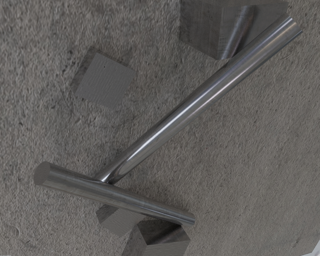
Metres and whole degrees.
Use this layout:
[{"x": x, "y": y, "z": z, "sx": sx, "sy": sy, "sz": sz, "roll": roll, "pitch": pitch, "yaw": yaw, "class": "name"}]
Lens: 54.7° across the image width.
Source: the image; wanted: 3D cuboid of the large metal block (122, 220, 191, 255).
[{"x": -0.008, "y": 0.199, "z": 0.510, "sx": 0.081, "sy": 0.050, "sz": 0.079, "roll": 7, "pitch": 115, "yaw": -32, "class": "large metal block"}]

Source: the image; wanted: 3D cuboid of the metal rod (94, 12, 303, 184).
[{"x": 0.020, "y": -0.010, "z": 0.348, "sx": 0.025, "sy": 0.025, "sz": 0.299, "roll": 29, "pitch": 122, "yaw": -38, "class": "metal rod"}]

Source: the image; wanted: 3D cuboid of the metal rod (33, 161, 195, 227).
[{"x": -0.034, "y": 0.101, "z": 0.421, "sx": 0.025, "sy": 0.025, "sz": 0.301, "roll": -49, "pitch": 138, "yaw": 6, "class": "metal rod"}]

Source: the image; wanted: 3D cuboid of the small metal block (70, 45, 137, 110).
[{"x": -0.062, "y": -0.054, "z": 0.340, "sx": 0.050, "sy": 0.025, "sz": 0.050, "roll": 21, "pitch": 107, "yaw": -36, "class": "small metal block"}]

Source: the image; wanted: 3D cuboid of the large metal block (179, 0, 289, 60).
[{"x": 0.076, "y": -0.116, "z": 0.341, "sx": 0.081, "sy": 0.080, "sz": 0.050, "roll": -13, "pitch": 124, "yaw": -21, "class": "large metal block"}]

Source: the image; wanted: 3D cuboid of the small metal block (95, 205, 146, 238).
[{"x": -0.057, "y": 0.126, "z": 0.454, "sx": 0.050, "sy": 0.025, "sz": 0.050, "roll": -40, "pitch": 130, "yaw": -1, "class": "small metal block"}]
